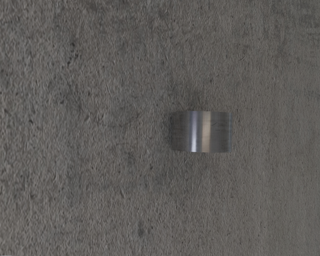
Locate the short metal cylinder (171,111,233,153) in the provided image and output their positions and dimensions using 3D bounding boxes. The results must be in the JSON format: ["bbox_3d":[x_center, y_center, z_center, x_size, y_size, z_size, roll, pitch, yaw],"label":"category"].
[{"bbox_3d":[0.056,0.005,0.415,0.081,0.080,0.050,3,89,-40],"label":"short metal cylinder"}]
